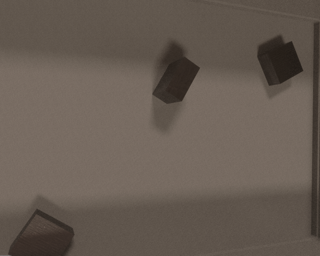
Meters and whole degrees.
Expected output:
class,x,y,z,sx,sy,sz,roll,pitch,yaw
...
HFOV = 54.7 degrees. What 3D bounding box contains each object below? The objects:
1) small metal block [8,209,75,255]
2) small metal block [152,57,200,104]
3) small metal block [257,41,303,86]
class,x,y,z,sx,sy,sz,roll,pitch,yaw
small metal block,-0.137,0.131,0.361,0.050,0.025,0.050,36,78,-17
small metal block,0.020,-0.061,0.406,0.025,0.050,0.050,32,80,-18
small metal block,0.187,-0.100,0.482,0.050,0.025,0.050,-29,100,-18
